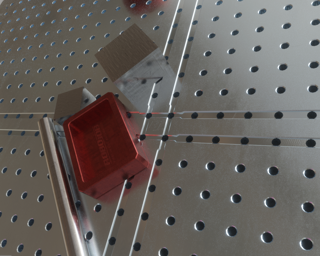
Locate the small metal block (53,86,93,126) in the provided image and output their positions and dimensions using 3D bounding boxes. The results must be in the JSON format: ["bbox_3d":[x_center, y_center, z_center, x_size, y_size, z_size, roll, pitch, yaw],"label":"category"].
[{"bbox_3d":[-0.140,-0.034,0.500,0.050,0.025,0.050,-14,56,20],"label":"small metal block"}]

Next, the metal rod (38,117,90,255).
[{"bbox_3d":[-0.129,0.094,0.416,0.025,0.025,0.300,-34,52,5],"label":"metal rod"}]

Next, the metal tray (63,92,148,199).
[{"bbox_3d":[-0.080,0.020,0.432,0.090,0.030,0.130,-32,52,6],"label":"metal tray"}]

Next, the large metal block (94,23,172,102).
[{"bbox_3d":[-0.042,-0.101,0.475,0.080,0.050,0.080,-38,51,2],"label":"large metal block"}]
